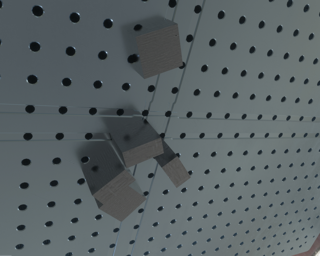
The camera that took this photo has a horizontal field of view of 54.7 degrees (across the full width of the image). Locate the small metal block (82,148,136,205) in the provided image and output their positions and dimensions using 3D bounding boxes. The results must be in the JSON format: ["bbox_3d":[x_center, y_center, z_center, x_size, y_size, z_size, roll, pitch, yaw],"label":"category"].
[{"bbox_3d":[-0.066,0.061,0.398,0.050,0.050,0.025,-38,130,-3],"label":"small metal block"}]

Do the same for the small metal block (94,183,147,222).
[{"bbox_3d":[-0.056,0.100,0.444,0.050,0.025,0.050,-43,130,1],"label":"small metal block"}]

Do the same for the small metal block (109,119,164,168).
[{"bbox_3d":[-0.030,0.018,0.391,0.050,0.050,0.025,-21,127,-16],"label":"small metal block"}]

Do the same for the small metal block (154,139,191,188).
[{"bbox_3d":[0.012,0.048,0.433,0.025,0.050,0.050,-36,130,-4],"label":"small metal block"}]

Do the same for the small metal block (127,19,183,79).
[{"bbox_3d":[-0.004,-0.090,0.354,0.050,0.025,0.050,-22,127,-15],"label":"small metal block"}]
